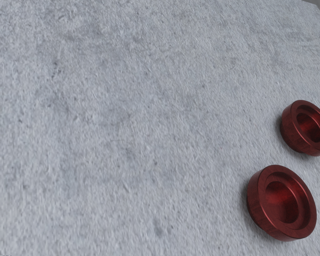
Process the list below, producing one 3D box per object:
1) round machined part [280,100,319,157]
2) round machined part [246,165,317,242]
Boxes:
[{"bbox_3d":[0.245,0.004,0.525,0.099,0.042,0.098,14,56,-21],"label":"round machined part"},{"bbox_3d":[0.157,0.103,0.417,0.099,0.042,0.098,14,56,-21],"label":"round machined part"}]
